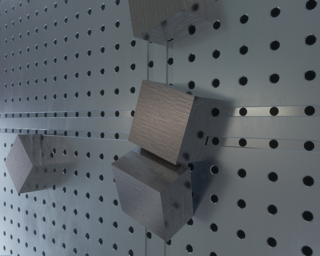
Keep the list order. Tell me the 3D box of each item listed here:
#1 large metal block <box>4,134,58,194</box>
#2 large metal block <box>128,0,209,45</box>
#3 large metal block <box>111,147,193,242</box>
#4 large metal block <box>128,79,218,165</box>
[{"bbox_3d":[-0.252,0.068,0.604,0.080,0.050,0.080,52,120,27],"label":"large metal block"},{"bbox_3d":[0.007,-0.161,0.388,0.080,0.050,0.080,-14,81,39],"label":"large metal block"},{"bbox_3d":[-0.008,0.077,0.380,0.080,0.050,0.080,22,132,38],"label":"large metal block"},{"bbox_3d":[0.014,-0.009,0.382,0.080,0.050,0.080,24,105,37],"label":"large metal block"}]
